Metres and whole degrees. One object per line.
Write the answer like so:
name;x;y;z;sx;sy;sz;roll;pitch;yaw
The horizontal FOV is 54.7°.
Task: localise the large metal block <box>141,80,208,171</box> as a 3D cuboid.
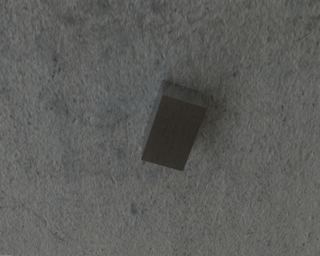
large metal block;0.014;-0.006;0.378;0.050;0.080;0.079;17;109;-6
